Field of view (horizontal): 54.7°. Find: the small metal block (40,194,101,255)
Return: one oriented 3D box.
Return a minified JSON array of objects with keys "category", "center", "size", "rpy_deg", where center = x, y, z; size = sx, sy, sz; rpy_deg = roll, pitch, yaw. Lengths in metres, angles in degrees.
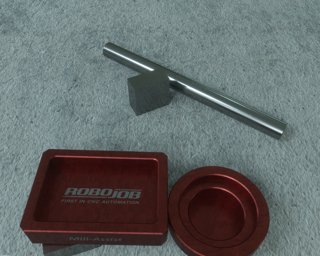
[{"category":"small metal block","center":[-0.092,0.101,0.317],"size":[0.050,0.025,0.050],"rpy_deg":[-14,52,-12]}]

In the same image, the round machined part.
[{"category":"round machined part","center":[0.056,0.091,0.316],"size":[0.099,0.042,0.098],"rpy_deg":[1,50,0]}]

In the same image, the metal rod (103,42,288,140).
[{"category":"metal rod","center":[0.037,-0.062,0.455],"size":[0.300,0.025,0.025],"rpy_deg":[29,56,21]}]

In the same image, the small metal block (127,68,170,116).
[{"category":"small metal block","center":[-0.015,-0.050,0.428],"size":[0.050,0.050,0.025],"rpy_deg":[-21,54,-17]}]

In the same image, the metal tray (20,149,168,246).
[{"category":"metal tray","center":[-0.058,0.067,0.311],"size":[0.131,0.030,0.090],"rpy_deg":[2,49,-2]}]
